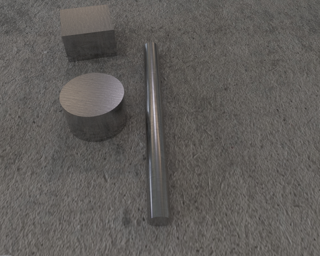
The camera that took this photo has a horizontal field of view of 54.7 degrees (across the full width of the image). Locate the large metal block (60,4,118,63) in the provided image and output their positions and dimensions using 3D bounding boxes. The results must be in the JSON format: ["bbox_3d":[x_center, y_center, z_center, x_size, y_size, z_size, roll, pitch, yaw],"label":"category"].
[{"bbox_3d":[-0.120,-0.160,0.521,0.081,0.050,0.080,-10,51,-9],"label":"large metal block"}]

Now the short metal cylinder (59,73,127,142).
[{"bbox_3d":[-0.086,-0.028,0.410,0.081,0.050,0.080,0,50,0],"label":"short metal cylinder"}]

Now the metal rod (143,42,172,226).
[{"bbox_3d":[-0.008,-0.018,0.417,0.025,0.025,0.300,-2,50,-2],"label":"metal rod"}]
